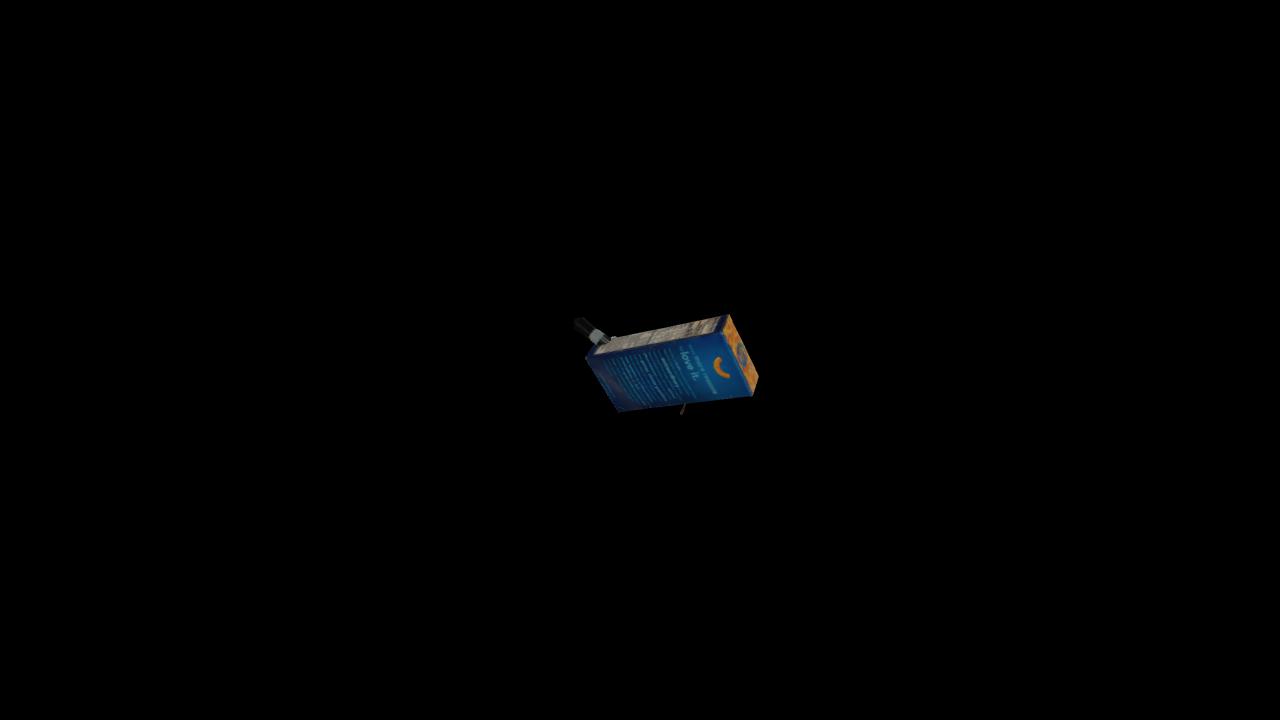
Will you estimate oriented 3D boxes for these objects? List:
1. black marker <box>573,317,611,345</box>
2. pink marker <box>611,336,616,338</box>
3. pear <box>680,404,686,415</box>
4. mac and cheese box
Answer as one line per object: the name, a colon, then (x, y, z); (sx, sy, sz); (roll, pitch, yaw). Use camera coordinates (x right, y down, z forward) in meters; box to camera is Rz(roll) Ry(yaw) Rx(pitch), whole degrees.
black marker: (-0.032, -0.013, 0.740); (0.121, 0.020, 0.020); (37, 9, 13)
pink marker: (0.005, 0.006, 0.752); (0.121, 0.020, 0.020); (34, 21, 35)
pear: (0.067, 0.015, 0.744); (0.080, 0.080, 0.111); (0, 43, 12)
mac and cheese box: (0.034, 0.008, 0.714); (0.184, 0.093, 0.041); (-10, 33, 33)
